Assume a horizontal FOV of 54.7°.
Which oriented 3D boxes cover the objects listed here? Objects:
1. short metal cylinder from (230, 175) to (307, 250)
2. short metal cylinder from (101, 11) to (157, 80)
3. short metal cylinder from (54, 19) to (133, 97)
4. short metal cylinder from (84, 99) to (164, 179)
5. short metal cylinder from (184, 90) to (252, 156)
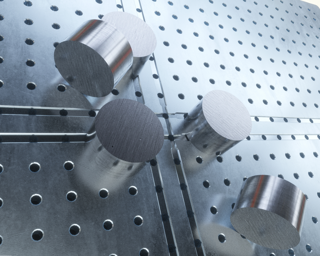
[{"bbox_3d":[0.133,0.104,0.381,0.080,0.080,0.050,38,51,-3],"label":"short metal cylinder"},{"bbox_3d":[-0.052,-0.115,0.434,0.081,0.050,0.080,14,56,-21],"label":"short metal cylinder"},{"bbox_3d":[-0.080,-0.084,0.381,0.080,0.080,0.050,34,51,-6],"label":"short metal cylinder"},{"bbox_3d":[-0.042,0.013,0.361,0.081,0.050,0.080,13,56,-21],"label":"short metal cylinder"},{"bbox_3d":[0.082,-0.007,0.440,0.081,0.050,0.080,14,56,-21],"label":"short metal cylinder"}]
